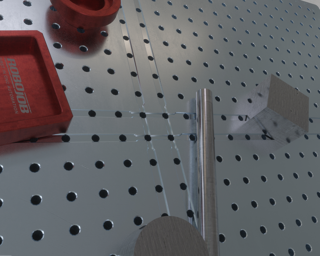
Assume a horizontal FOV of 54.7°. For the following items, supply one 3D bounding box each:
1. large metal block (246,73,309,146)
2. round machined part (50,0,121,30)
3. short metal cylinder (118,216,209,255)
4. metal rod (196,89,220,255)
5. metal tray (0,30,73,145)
[{"bbox_3d":[0.197,-0.030,0.517,0.080,0.050,0.080,30,52,-10],"label":"large metal block"},{"bbox_3d":[-0.110,-0.183,0.449,0.099,0.042,0.098,14,56,-21],"label":"round machined part"},{"bbox_3d":[0.002,0.135,0.311,0.081,0.050,0.080,14,56,-21],"label":"short metal cylinder"},{"bbox_3d":[0.060,0.073,0.395,0.025,0.025,0.300,17,55,-19],"label":"metal rod"},{"bbox_3d":[-0.163,-0.050,0.347,0.091,0.030,0.130,-13,68,-33],"label":"metal tray"}]
